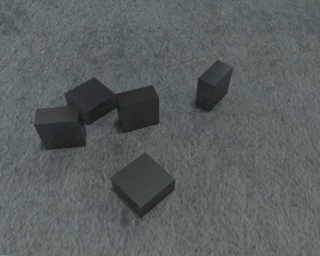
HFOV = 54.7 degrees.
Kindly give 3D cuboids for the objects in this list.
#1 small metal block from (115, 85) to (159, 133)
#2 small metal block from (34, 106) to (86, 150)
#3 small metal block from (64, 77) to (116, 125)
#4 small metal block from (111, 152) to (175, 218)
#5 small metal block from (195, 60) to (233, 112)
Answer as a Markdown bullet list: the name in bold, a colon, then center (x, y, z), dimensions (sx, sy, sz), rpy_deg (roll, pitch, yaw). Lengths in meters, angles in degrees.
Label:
- **small metal block**: center (-0.029, -0.024, 0.407), dimensions (0.050, 0.050, 0.025), rpy_deg (-16, 52, -13)
- **small metal block**: center (-0.122, 0.000, 0.385), dimensions (0.050, 0.050, 0.025), rpy_deg (-5, 51, -5)
- **small metal block**: center (-0.096, -0.039, 0.434), dimensions (0.050, 0.025, 0.050), rpy_deg (-36, 59, -27)
- **small metal block**: center (-0.019, 0.063, 0.350), dimensions (0.050, 0.025, 0.050), rpy_deg (-36, 59, -26)
- **small metal block**: center (0.076, -0.059, 0.438), dimensions (0.025, 0.050, 0.050), rpy_deg (31, 56, 23)
